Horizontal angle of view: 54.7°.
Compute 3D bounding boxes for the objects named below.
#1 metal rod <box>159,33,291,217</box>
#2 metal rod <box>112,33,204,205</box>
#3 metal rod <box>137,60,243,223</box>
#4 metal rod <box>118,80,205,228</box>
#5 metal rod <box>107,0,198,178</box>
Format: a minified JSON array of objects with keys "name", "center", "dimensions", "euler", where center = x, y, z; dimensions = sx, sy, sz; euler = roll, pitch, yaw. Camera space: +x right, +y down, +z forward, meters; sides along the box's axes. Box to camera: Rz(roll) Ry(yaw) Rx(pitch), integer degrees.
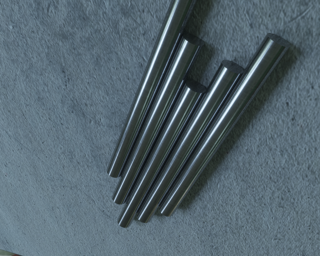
[{"name":"metal rod","center":[0.062,0.021,0.387],"dimensions":[0.025,0.025,0.298],"euler":[32,129,7]},{"name":"metal rod","center":[-0.016,0.011,0.422],"dimensions":[0.025,0.025,0.298],"euler":[32,128,7]},{"name":"metal rod","center":[0.025,0.040,0.418],"dimensions":[0.025,0.025,0.298],"euler":[32,129,7]},{"name":"metal rod","center":[-0.010,0.057,0.448],"dimensions":[0.025,0.025,0.298],"euler":[32,128,7]},{"name":"metal rod","center":[-0.020,-0.037,0.395],"dimensions":[0.025,0.025,0.298],"euler":[32,129,7]}]
